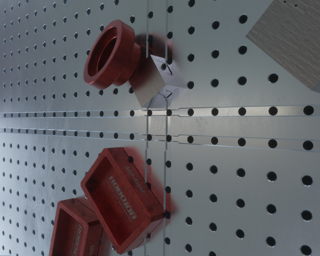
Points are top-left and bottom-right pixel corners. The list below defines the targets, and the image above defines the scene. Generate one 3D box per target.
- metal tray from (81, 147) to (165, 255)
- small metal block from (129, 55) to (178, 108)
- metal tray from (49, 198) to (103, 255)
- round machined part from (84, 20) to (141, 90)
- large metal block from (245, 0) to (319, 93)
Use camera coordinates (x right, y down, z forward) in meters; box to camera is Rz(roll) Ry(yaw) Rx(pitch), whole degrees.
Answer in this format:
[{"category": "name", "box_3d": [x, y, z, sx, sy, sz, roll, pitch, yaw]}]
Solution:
[{"category": "metal tray", "box_3d": [-0.059, 0.103, 0.454, 0.130, 0.030, 0.090, 52, 120, 27]}, {"category": "small metal block", "box_3d": [-0.011, -0.062, 0.418, 0.050, 0.025, 0.050, -39, 66, 33]}, {"category": "metal tray", "box_3d": [-0.146, 0.197, 0.526, 0.090, 0.030, 0.129, 20, 103, 38]}, {"category": "round machined part", "box_3d": [-0.064, -0.098, 0.435, 0.098, 0.042, 0.098, -31, 46, 40]}, {"category": "large metal block", "box_3d": [0.141, -0.088, 0.277, 0.080, 0.050, 0.080, 52, 120, 27]}]
